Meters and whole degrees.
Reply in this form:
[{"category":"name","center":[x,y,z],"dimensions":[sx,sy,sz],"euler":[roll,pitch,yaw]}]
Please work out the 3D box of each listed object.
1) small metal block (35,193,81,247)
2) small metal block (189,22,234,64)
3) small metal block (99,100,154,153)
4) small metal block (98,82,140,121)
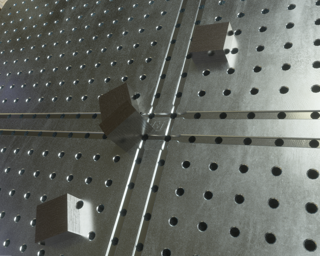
[{"category":"small metal block","center":[-0.134,0.121,0.406],"dimensions":[0.050,0.025,0.050],"euler":[-23,53,14]},{"category":"small metal block","center":[0.074,-0.122,0.445],"dimensions":[0.050,0.025,0.050],"euler":[2,63,29]},{"category":"small metal block","center":[-0.045,-0.001,0.418],"dimensions":[0.050,0.050,0.025],"euler":[-42,51,0]},{"category":"small metal block","center":[-0.061,-0.033,0.462],"dimensions":[0.050,0.025,0.050],"euler":[-26,53,12]}]
